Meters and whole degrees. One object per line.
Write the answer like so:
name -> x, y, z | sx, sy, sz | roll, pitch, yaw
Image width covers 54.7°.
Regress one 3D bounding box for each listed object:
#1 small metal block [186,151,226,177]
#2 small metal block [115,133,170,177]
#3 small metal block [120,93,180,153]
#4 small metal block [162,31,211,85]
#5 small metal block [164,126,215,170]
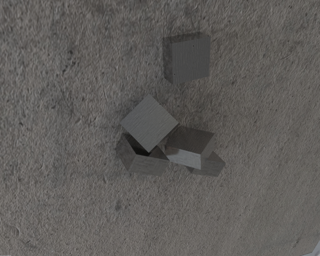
small metal block -> 0.058, 0.044, 0.449 | 0.050, 0.050, 0.025 | 13, 112, -34
small metal block -> -0.024, 0.035, 0.399 | 0.050, 0.050, 0.025 | 15, 111, -34
small metal block -> -0.012, -0.005, 0.379 | 0.050, 0.050, 0.025 | -45, 173, 3
small metal block -> 0.032, -0.084, 0.372 | 0.050, 0.025, 0.050 | -16, 125, -19
small metal block -> 0.041, 0.025, 0.415 | 0.050, 0.050, 0.025 | -47, 141, -46
